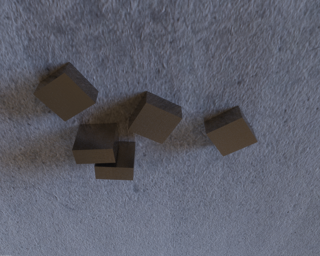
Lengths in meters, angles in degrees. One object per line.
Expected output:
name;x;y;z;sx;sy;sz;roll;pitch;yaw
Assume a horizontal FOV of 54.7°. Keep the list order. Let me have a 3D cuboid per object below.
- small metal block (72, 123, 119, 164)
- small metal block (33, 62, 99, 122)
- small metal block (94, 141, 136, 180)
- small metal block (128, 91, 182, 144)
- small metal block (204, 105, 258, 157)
small metal block;-0.082;0.020;0.406;0.050;0.050;0.025;-2;130;1
small metal block;-0.111;-0.042;0.370;0.050;0.025;0.050;-28;125;21
small metal block;-0.061;0.044;0.428;0.050;0.050;0.025;3;130;-3
small metal block;-0.007;-0.012;0.397;0.050;0.025;0.050;23;126;-19
small metal block;0.094;0.005;0.413;0.050;0.025;0.050;-27;126;20
